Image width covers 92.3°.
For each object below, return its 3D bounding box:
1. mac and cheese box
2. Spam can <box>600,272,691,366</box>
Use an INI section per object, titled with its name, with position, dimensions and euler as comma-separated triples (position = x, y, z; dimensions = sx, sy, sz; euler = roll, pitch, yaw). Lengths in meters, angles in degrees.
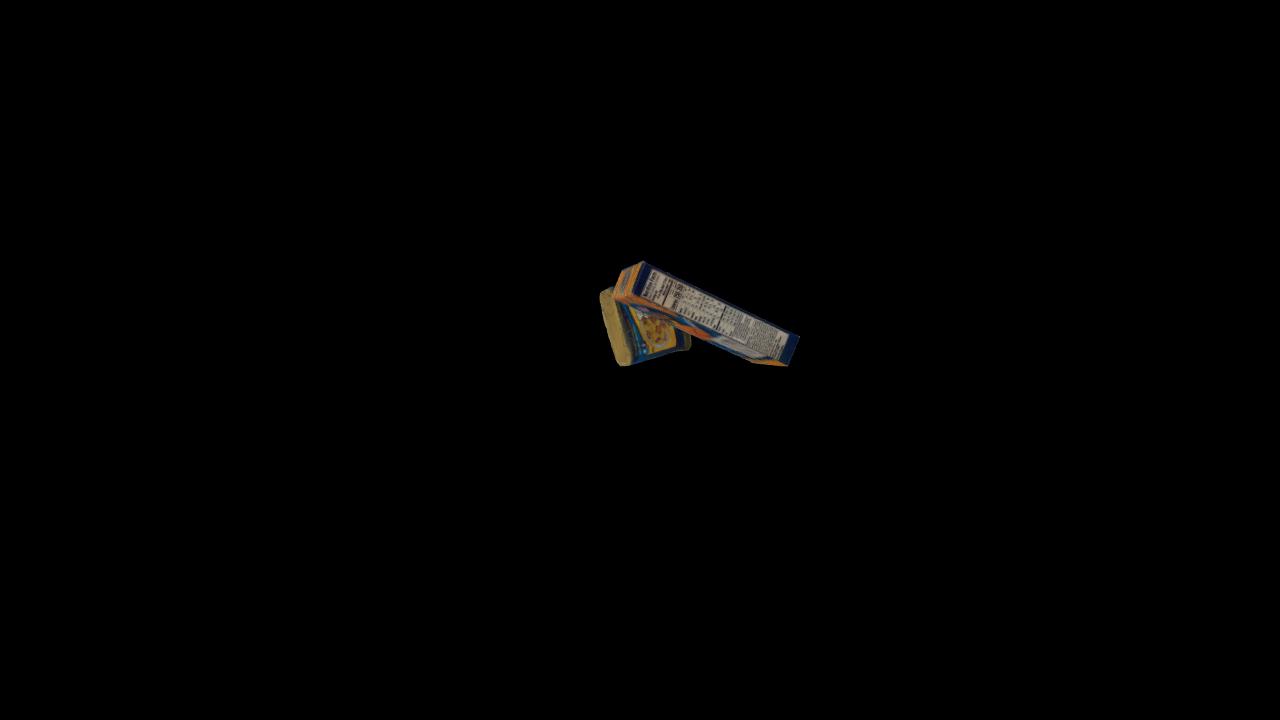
[mac and cheese box]
position = 0.067, -0.046, 0.649
dimensions = 0.184, 0.041, 0.093
euler = 23, -2, -14
[Spam can]
position = 0.005, -0.049, 0.759
dimensions = 0.085, 0.101, 0.058
euler = -17, 3, -24
